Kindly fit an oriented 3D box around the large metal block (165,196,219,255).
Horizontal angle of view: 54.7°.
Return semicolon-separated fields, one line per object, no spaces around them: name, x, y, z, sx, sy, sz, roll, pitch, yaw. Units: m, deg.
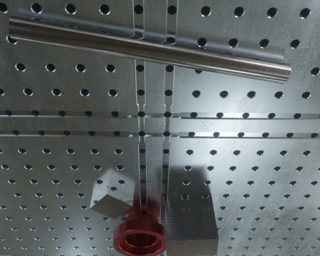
large metal block;0.050;0.163;0.515;0.080;0.080;0.050;-3;130;2

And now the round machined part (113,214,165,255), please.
round machined part;-0.034;0.194;0.565;0.099;0.042;0.097;0;130;0

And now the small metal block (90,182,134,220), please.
small metal block;-0.080;0.121;0.514;0.050;0.025;0.050;33;123;-25

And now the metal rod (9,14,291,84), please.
metal rod;-0.003;-0.084;0.340;0.302;0.025;0.025;8;130;-8
